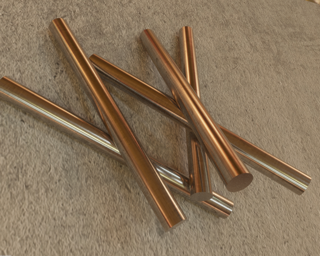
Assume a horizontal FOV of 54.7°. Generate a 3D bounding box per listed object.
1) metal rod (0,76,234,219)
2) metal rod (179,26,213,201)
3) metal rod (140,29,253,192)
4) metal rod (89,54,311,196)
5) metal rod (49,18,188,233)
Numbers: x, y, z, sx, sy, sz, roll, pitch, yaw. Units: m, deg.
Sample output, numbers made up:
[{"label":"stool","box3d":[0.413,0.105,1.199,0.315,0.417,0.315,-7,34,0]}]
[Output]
[{"label":"metal rod","box3d":[-0.045,0.028,0.362,0.301,0.025,0.025,30,52,-9]},{"label":"metal rod","box3d":[0.045,-0.043,0.436,0.025,0.025,0.300,15,50,-20]},{"label":"metal rod","box3d":[0.025,-0.047,0.375,0.025,0.025,0.300,5,37,-26]},{"label":"metal rod","box3d":[0.036,-0.011,0.377,0.301,0.025,0.025,31,50,12]},{"label":"metal rod","box3d":[-0.060,-0.021,0.357,0.025,0.025,0.299,-17,63,-35]}]
